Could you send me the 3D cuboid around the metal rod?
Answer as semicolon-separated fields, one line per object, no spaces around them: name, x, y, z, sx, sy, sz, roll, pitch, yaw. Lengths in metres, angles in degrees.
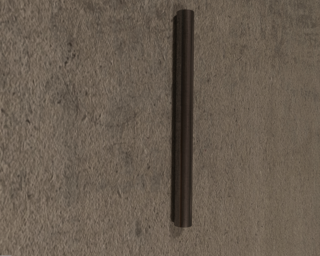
metal rod;0.034;-0.013;0.435;0.025;0.025;0.298;1;89;-40
